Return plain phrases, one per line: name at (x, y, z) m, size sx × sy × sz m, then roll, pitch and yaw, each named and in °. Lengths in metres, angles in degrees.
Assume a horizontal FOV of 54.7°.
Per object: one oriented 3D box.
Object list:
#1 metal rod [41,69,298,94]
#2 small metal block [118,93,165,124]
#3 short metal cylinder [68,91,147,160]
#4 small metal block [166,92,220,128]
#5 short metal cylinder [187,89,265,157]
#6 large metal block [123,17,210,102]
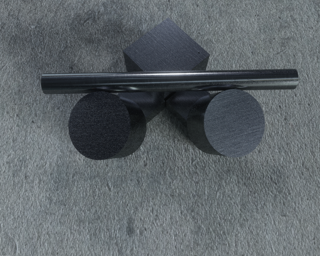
metal rod at (0.012, -0.056, 0.375) m, size 0.302 × 0.025 × 0.025 m, roll -1°, pitch 70°, yaw -1°
small metal block at (-0.029, -0.032, 0.421) m, size 0.050 × 0.025 × 0.050 m, roll -41°, pitch 75°, yaw -15°
short metal cylinder at (-0.063, -0.002, 0.381) m, size 0.080 × 0.050 × 0.080 m, roll -1°, pitch 87°, yaw 18°
small metal block at (0.044, -0.031, 0.420) m, size 0.050 × 0.025 × 0.050 m, roll -42°, pitch 75°, yaw -14°
short metal cylinder at (0.080, -0.005, 0.384) m, size 0.081 × 0.050 × 0.080 m, roll 0°, pitch 89°, yaw -18°
large metal block at (0.008, -0.090, 0.427) m, size 0.080 × 0.050 × 0.080 m, roll -40°, pitch 75°, yaw -13°
